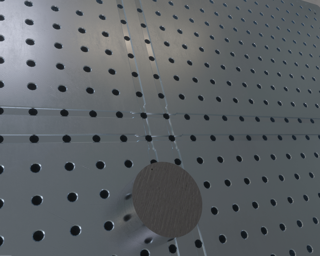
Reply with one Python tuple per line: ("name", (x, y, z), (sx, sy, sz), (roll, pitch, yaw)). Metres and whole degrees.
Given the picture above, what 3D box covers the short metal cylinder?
("short metal cylinder", (-0.001, 0.084, 0.340), (0.081, 0.050, 0.080), (13, 56, -21))
